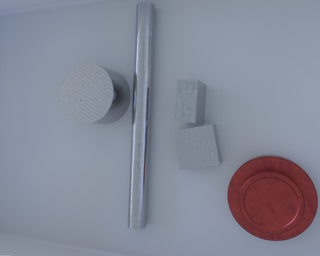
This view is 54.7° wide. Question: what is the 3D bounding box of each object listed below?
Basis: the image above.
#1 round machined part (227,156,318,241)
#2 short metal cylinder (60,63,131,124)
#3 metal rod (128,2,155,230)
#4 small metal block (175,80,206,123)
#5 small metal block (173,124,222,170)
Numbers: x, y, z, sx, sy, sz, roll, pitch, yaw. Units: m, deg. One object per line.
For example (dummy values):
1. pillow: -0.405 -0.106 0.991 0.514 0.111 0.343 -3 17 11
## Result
1. round machined part: 0.127 0.082 0.357 0.098 0.042 0.097 0 90 19
2. short metal cylinder: -0.088 -0.045 0.427 0.080 0.050 0.079 0 90 19
3. metal rod: -0.025 -0.015 0.418 0.025 0.025 0.298 3 91 19
4. small metal block: 0.039 -0.031 0.383 0.025 0.050 0.050 4 91 20
5. small metal block: 0.048 0.024 0.393 0.050 0.025 0.050 -10 87 19
